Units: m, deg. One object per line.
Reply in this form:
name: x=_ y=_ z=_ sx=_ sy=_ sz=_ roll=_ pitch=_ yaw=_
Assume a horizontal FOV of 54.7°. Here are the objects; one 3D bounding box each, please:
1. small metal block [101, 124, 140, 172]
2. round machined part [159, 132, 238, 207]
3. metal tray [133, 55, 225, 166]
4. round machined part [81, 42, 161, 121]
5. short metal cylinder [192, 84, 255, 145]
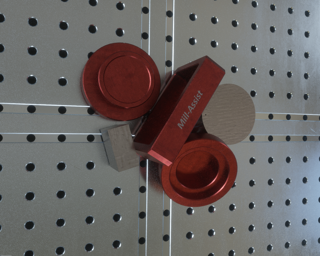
small metal block: x=-0.050 y=0.023 z=0.377 sx=0.025 sy=0.050 sz=0.050 roll=-16 pitch=96 yaw=-19
round machined part: x=0.047 y=0.050 z=0.405 sx=0.099 sy=0.042 sz=0.097 roll=-3 pitch=111 yaw=-8
metal tray: x=0.017 y=-0.021 z=0.380 sx=0.030 sy=0.090 sz=0.130 roll=35 pitch=79 yaw=-17
round machined part: x=-0.045 y=-0.057 z=0.382 sx=0.099 sy=0.042 sz=0.097 roll=0 pitch=90 yaw=-20
short metal cylinder: x=0.082 y=-0.018 z=0.425 sx=0.081 sy=0.050 sz=0.079 roll=0 pitch=90 yaw=-20
